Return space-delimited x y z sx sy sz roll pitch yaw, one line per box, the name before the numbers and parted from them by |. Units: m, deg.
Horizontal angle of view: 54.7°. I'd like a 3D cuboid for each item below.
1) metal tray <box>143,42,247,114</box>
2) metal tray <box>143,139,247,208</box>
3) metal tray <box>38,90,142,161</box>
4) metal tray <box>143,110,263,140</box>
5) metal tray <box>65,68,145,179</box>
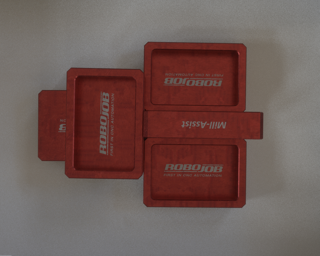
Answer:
metal tray | 0.045 -0.064 0.408 0.131 0.030 0.089 1 90 -1
metal tray | 0.045 0.056 0.408 0.131 0.030 0.089 1 90 -1
metal tray | -0.088 -0.003 0.405 0.131 0.030 0.089 0 90 -1
metal tray | 0.047 -0.004 0.377 0.131 0.090 0.030 1 90 -1
metal tray | -0.065 -0.005 0.376 0.091 0.030 0.129 1 90 -1
